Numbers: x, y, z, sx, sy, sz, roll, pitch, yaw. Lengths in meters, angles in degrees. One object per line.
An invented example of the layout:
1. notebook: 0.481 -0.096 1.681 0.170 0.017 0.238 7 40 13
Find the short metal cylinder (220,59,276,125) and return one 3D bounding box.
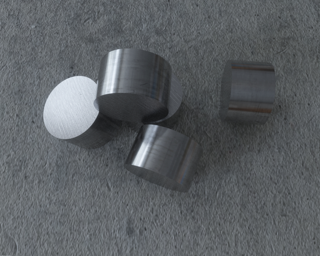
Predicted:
1. short metal cylinder: 0.109 -0.045 0.396 0.050 0.080 0.080 5 70 2

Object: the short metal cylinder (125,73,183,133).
1. short metal cylinder: -0.012 -0.035 0.407 0.081 0.050 0.080 0 70 0

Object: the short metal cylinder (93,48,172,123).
1. short metal cylinder: -0.029 -0.043 0.341 0.080 0.080 0.050 5 71 2

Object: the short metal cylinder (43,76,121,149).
1. short metal cylinder: -0.096 -0.018 0.387 0.080 0.050 0.080 -7 70 19

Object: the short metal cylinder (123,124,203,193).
1. short metal cylinder: 0.004 0.037 0.365 0.080 0.080 0.050 20 72 7
